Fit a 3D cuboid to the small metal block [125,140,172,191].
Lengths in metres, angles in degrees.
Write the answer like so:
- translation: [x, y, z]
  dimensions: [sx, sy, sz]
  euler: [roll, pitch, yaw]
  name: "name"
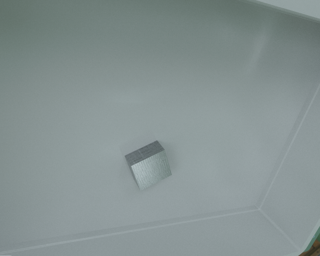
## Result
- translation: [-0.016, 0.053, 0.434]
  dimensions: [0.050, 0.025, 0.050]
  euler: [-25, 128, -13]
  name: "small metal block"
